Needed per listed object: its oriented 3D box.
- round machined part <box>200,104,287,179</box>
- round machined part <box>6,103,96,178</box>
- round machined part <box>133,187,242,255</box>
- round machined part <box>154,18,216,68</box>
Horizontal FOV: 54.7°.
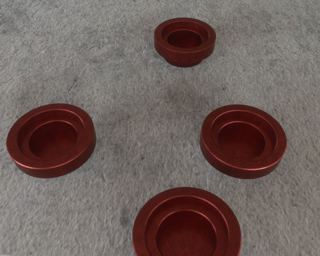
[{"bbox_3d":[0.097,0.020,0.377,0.099,0.042,0.098,0,50,0],"label":"round machined part"},{"bbox_3d":[-0.126,0.019,0.375,0.099,0.042,0.098,0,50,0],"label":"round machined part"},{"bbox_3d":[0.025,0.109,0.296,0.099,0.042,0.098,-2,44,2],"label":"round machined part"},{"bbox_3d":[0.040,-0.136,0.507,0.099,0.042,0.098,0,50,0],"label":"round machined part"}]
